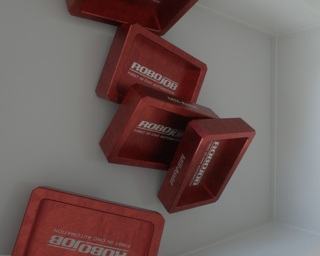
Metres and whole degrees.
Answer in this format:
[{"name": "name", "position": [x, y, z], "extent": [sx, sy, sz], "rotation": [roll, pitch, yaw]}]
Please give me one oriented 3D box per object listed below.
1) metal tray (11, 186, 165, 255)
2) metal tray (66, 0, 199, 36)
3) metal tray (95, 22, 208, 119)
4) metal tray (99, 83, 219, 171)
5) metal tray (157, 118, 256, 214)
[{"name": "metal tray", "position": [-0.069, 0.115, 0.304], "extent": [0.131, 0.030, 0.090], "rotation": [15, 78, -8]}, {"name": "metal tray", "position": [-0.025, -0.150, 0.339], "extent": [0.131, 0.090, 0.030], "rotation": [0, 67, -40]}, {"name": "metal tray", "position": [-0.005, -0.060, 0.385], "extent": [0.131, 0.030, 0.090], "rotation": [19, 89, -40]}, {"name": "metal tray", "position": [0.005, 0.006, 0.376], "extent": [0.131, 0.030, 0.090], "rotation": [14, 117, -39]}, {"name": "metal tray", "position": [0.058, 0.049, 0.401], "extent": [0.091, 0.030, 0.129], "rotation": [-3, 127, -35]}]
